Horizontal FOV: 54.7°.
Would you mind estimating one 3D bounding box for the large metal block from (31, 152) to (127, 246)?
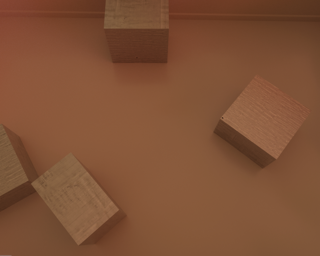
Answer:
[{"bbox_3d":[-0.086,0.082,0.349,0.050,0.080,0.080,-40,75,-13],"label":"large metal block"}]

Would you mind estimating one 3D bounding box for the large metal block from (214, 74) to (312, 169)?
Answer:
[{"bbox_3d":[0.130,-0.008,0.401,0.080,0.050,0.080,38,74,12],"label":"large metal block"}]

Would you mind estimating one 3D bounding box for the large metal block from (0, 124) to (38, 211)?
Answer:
[{"bbox_3d":[-0.203,0.054,0.374,0.080,0.050,0.080,-30,73,-11],"label":"large metal block"}]

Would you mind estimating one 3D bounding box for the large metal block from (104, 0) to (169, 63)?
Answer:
[{"bbox_3d":[-0.029,-0.133,0.429,0.081,0.080,0.050,0,70,-1],"label":"large metal block"}]
